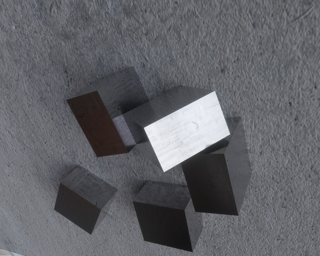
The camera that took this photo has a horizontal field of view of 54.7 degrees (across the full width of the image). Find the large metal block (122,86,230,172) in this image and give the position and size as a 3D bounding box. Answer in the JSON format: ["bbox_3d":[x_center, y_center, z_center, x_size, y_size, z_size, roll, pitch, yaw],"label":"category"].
[{"bbox_3d":[0.015,-0.005,0.339,0.050,0.080,0.080,67,165,-19],"label":"large metal block"}]

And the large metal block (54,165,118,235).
[{"bbox_3d":[-0.129,0.124,0.536,0.080,0.050,0.079,31,129,8],"label":"large metal block"}]

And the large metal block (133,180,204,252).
[{"bbox_3d":[0.014,0.130,0.463,0.080,0.050,0.080,3,120,27],"label":"large metal block"}]

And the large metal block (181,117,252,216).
[{"bbox_3d":[0.068,0.042,0.361,0.050,0.080,0.080,-3,117,29],"label":"large metal block"}]

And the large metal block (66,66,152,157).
[{"bbox_3d":[-0.055,-0.021,0.388,0.050,0.080,0.080,-11,113,33],"label":"large metal block"}]
